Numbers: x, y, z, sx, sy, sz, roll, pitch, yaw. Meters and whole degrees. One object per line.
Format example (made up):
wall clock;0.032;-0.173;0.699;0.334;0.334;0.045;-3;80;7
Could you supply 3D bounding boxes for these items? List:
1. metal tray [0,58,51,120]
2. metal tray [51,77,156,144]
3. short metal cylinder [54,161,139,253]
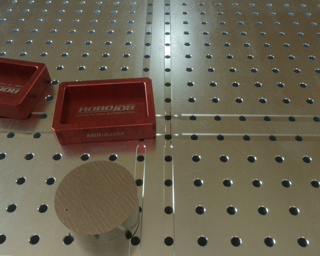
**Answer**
metal tray;-0.241;-0.063;0.454;0.131;0.030;0.090;9;50;7
metal tray;-0.074;-0.026;0.425;0.131;0.030;0.090;-4;50;-4
short metal cylinder;-0.062;0.081;0.322;0.081;0.050;0.080;0;50;0
